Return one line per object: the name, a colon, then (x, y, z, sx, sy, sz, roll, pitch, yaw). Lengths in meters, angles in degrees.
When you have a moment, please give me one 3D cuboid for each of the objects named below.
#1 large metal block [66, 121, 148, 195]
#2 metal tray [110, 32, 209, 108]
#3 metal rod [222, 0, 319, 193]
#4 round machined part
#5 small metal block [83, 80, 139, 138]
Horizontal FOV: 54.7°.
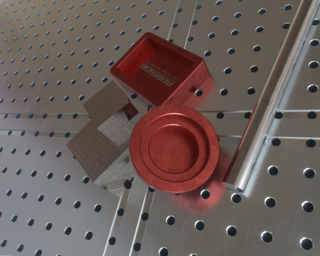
large metal block: (-0.063, 0.026, 0.407, 0.080, 0.050, 0.080, -45, 51, -4)
metal tray: (-0.004, -0.083, 0.456, 0.090, 0.030, 0.130, -47, 52, -6)
metal rod: (0.144, -0.064, 0.371, 0.025, 0.025, 0.300, 16, 70, 34)
round machined part: (0.014, 0.026, 0.354, 0.099, 0.042, 0.098, 2, 73, -6)
small metal block: (-0.062, -0.025, 0.390, 0.050, 0.025, 0.050, -39, 51, 1)
